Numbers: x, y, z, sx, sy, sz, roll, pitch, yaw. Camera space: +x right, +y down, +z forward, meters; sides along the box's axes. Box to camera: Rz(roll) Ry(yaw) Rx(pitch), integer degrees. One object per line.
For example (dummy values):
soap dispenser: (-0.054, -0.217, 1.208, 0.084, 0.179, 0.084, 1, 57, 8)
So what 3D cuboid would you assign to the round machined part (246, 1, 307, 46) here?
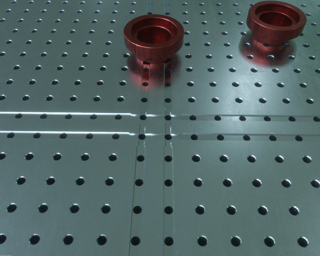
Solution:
round machined part: (0.204, -0.184, 0.554, 0.099, 0.042, 0.098, 0, 50, 0)

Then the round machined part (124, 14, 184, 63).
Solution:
round machined part: (-0.010, -0.146, 0.519, 0.099, 0.042, 0.098, 0, 50, 0)
